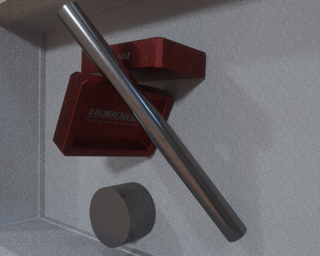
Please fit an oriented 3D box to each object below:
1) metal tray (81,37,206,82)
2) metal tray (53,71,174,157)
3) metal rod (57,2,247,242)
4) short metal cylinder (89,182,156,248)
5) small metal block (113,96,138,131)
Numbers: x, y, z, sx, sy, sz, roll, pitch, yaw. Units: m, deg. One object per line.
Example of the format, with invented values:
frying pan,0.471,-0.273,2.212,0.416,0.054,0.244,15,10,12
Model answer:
metal tray,-0.022,-0.079,0.380,0.130,0.091,0.030,4,92,39
metal tray,-0.053,-0.011,0.378,0.030,0.131,0.089,37,113,44
metal rod,-0.006,-0.003,0.330,0.025,0.025,0.299,-35,94,34
short metal cylinder,-0.053,0.119,0.432,0.080,0.050,0.079,0,90,39
small metal block,-0.047,-0.025,0.444,0.050,0.025,0.050,12,97,39
